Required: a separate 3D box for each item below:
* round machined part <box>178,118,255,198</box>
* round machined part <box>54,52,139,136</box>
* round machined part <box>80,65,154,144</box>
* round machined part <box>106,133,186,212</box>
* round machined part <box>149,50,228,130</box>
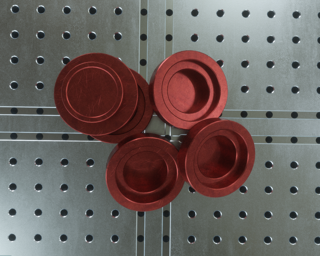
[{"bbox_3d":[0.068,0.035,0.394,0.099,0.042,0.097,-4,102,-21],"label":"round machined part"},{"bbox_3d":[-0.075,-0.040,0.361,0.099,0.042,0.097,0,90,-1],"label":"round machined part"},{"bbox_3d":[-0.057,-0.030,0.403,0.099,0.042,0.097,0,90,-1],"label":"round machined part"},{"bbox_3d":[-0.020,0.053,0.396,0.099,0.042,0.097,-3,105,-10],"label":"round machined part"},{"bbox_3d":[0.033,-0.046,0.396,0.099,0.042,0.097,0,91,-17],"label":"round machined part"}]
